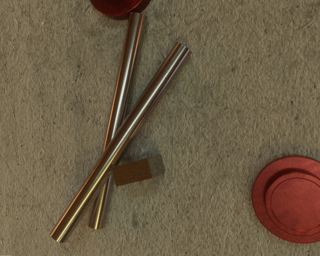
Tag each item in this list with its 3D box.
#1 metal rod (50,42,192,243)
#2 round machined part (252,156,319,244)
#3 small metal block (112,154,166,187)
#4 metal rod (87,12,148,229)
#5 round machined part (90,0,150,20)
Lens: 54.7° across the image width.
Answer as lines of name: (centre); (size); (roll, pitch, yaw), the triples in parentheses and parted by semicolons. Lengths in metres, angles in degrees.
metal rod: (-0.052, 0.021, 0.406); (0.025, 0.025, 0.299); (35, 93, 16)
round machined part: (0.154, 0.081, 0.346); (0.098, 0.042, 0.097); (0, 90, 20)
small metal block: (-0.026, 0.055, 0.405); (0.050, 0.050, 0.025); (-16, 85, 19)
metal rod: (-0.060, -0.007, 0.430); (0.025, 0.025, 0.298); (14, 94, 19)
round machined part: (-0.058, -0.202, 0.421); (0.098, 0.042, 0.097); (0, 90, 20)
